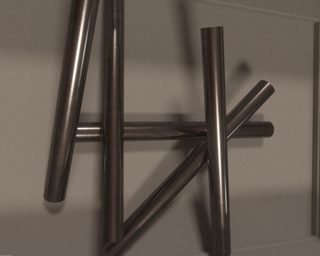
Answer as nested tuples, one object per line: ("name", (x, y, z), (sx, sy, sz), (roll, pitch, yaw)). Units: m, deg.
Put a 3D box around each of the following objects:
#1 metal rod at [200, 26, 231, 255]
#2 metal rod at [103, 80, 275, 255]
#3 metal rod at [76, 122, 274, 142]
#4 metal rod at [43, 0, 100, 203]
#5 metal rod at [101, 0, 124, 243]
("metal rod", (0.072, 0.030, 0.386), (0.025, 0.025, 0.298), (-12, 108, -20))
("metal rod", (0.043, 0.049, 0.408), (0.300, 0.025, 0.025), (-45, 105, -7))
("metal rod", (0.024, 0.004, 0.420), (0.303, 0.025, 0.025), (-1, 90, -21))
("metal rod", (-0.088, -0.053, 0.315), (0.025, 0.025, 0.298), (7, 112, -20))
("metal rod", (-0.055, -0.023, 0.367), (0.025, 0.025, 0.298), (3, 80, -20))
